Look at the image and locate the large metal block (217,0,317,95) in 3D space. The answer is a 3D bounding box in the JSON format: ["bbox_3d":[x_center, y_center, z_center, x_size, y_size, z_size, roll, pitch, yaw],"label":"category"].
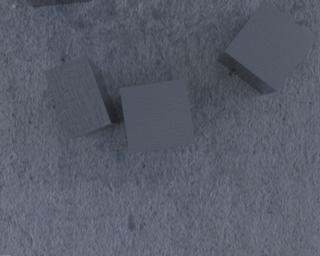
[{"bbox_3d":[0.134,-0.100,0.399,0.080,0.050,0.080,38,90,-1],"label":"large metal block"}]

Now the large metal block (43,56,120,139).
[{"bbox_3d":[-0.091,-0.034,0.381,0.050,0.080,0.080,-20,90,0],"label":"large metal block"}]

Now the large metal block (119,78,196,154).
[{"bbox_3d":[-0.003,-0.015,0.397,0.081,0.050,0.080,-9,90,-1],"label":"large metal block"}]

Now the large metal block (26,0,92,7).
[{"bbox_3d":[-0.136,-0.208,0.396,0.081,0.050,0.079,-6,90,-1],"label":"large metal block"}]
